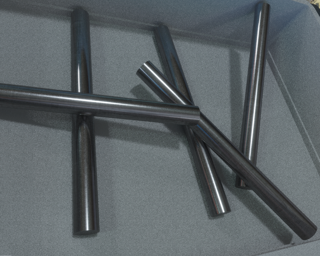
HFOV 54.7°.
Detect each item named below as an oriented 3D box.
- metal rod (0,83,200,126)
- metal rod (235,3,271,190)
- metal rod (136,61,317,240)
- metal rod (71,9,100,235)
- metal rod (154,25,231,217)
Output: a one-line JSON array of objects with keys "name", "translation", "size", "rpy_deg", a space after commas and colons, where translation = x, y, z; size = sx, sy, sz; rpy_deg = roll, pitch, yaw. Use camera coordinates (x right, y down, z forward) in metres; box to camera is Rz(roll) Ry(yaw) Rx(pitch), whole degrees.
[{"name": "metal rod", "translation": [-0.101, -0.028, 0.338], "size": [0.302, 0.025, 0.025], "rpy_deg": [5, 59, -15]}, {"name": "metal rod", "translation": [0.142, -0.058, 0.465], "size": [0.025, 0.025, 0.299], "rpy_deg": [17, 71, -18]}, {"name": "metal rod", "translation": [0.083, 0.027, 0.400], "size": [0.300, 0.025, 0.025], "rpy_deg": [45, 51, 3]}, {"name": "metal rod", "translation": [-0.093, -0.028, 0.372], "size": [0.025, 0.025, 0.299], "rpy_deg": [5, 59, -26]}, {"name": "metal rod", "translation": [0.039, -0.026, 0.441], "size": [0.025, 0.025, 0.299], "rpy_deg": [-1, 62, -29]}]
